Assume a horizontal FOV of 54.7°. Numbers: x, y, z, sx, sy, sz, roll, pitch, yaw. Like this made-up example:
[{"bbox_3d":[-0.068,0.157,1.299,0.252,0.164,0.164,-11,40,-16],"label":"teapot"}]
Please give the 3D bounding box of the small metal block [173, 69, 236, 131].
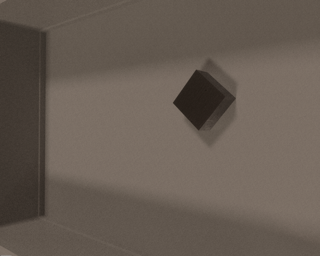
[{"bbox_3d":[0.051,-0.032,0.363,0.050,0.025,0.050,50,119,28],"label":"small metal block"}]
